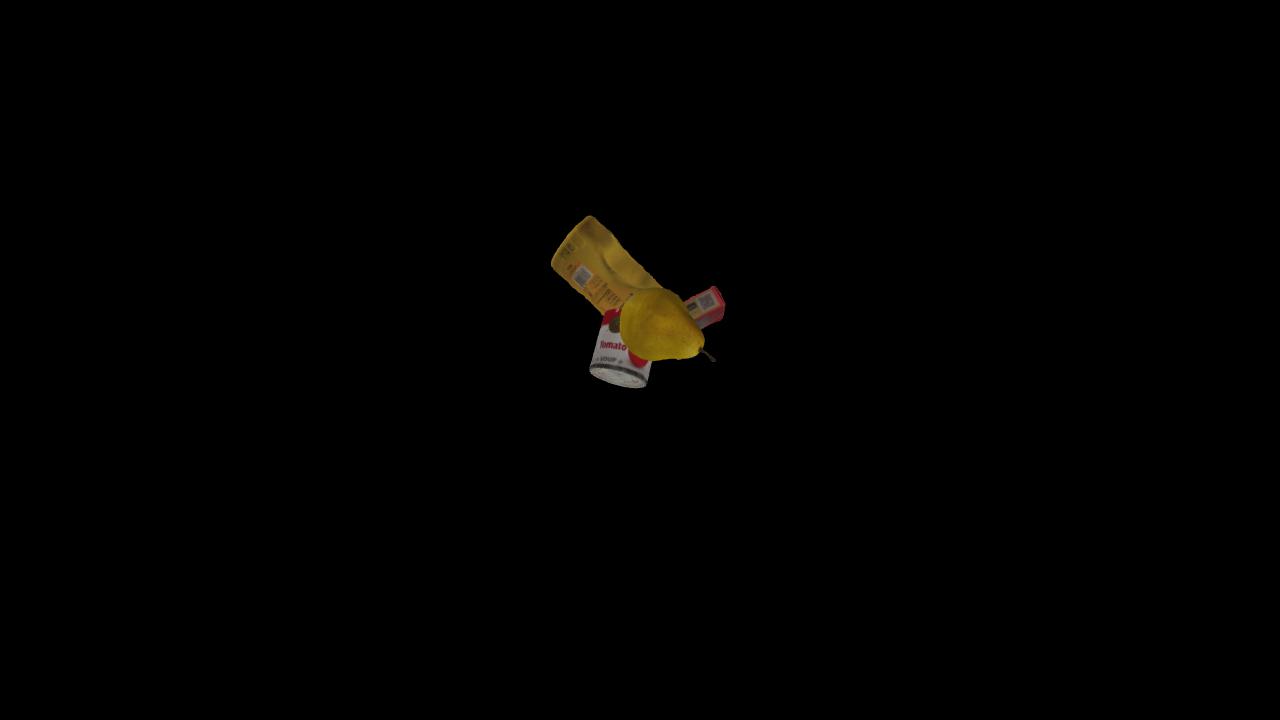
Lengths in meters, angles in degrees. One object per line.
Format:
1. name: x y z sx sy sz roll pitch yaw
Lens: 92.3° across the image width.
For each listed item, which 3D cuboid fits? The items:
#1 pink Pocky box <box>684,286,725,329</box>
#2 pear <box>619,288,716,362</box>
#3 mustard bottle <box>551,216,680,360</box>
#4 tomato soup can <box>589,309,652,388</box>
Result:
1. pink Pocky box: 0.026 -0.032 0.722 0.155 0.029 0.084 -27 -8 3
2. pear: 0.032 -0.031 0.643 0.111 0.080 0.080 21 12 35
3. mustard bottle: -0.014 -0.068 0.686 0.054 0.184 0.092 -49 5 -40
4. tomato soup can: -0.013 -0.026 0.690 0.068 0.101 0.068 13 -15 4
